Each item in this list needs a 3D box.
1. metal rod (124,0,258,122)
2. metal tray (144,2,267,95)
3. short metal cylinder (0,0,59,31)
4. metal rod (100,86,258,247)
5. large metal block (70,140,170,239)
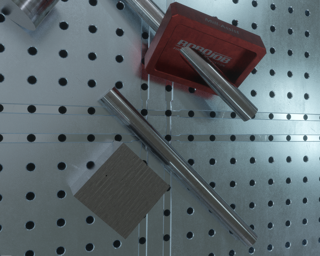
[{"bbox_3d":[0.016,-0.120,0.400,0.300,0.025,0.025,44,76,-8],"label":"metal rod"},{"bbox_3d":[0.056,-0.094,0.399,0.131,0.089,0.030,14,46,-20],"label":"metal tray"},{"bbox_3d":[-0.152,-0.150,0.327,0.080,0.080,0.050,36,79,-17],"label":"short metal cylinder"},{"bbox_3d":[0.034,0.061,0.425,0.300,0.025,0.025,46,76,-14],"label":"metal rod"},{"bbox_3d":[-0.050,0.073,0.381,0.080,0.050,0.080,46,76,-15],"label":"large metal block"}]
